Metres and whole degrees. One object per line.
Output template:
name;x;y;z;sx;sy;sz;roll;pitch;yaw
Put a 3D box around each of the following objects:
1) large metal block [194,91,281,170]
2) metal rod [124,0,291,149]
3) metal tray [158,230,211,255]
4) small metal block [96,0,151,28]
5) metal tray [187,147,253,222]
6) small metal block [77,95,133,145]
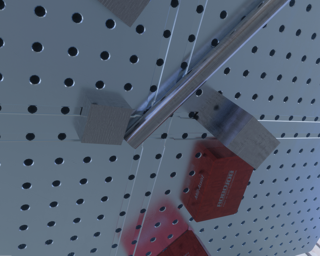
large metal block;0.108;0.003;0.436;0.080;0.080;0.050;34;99;-39
metal rod;0.068;-0.085;0.395;0.300;0.025;0.025;-44;129;2
metal tray;0.030;0.254;0.540;0.130;0.090;0.030;-40;122;-1
small metal block;-0.037;-0.138;0.306;0.050;0.025;0.050;32;101;-38
metal tray;0.104;0.094;0.523;0.091;0.030;0.129;-3;120;-27
small metal block;-0.067;-0.008;0.369;0.050;0.025;0.050;6;116;-31
